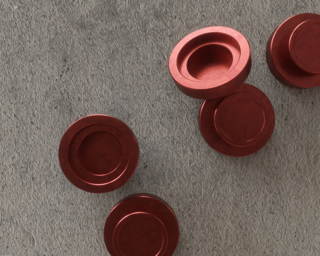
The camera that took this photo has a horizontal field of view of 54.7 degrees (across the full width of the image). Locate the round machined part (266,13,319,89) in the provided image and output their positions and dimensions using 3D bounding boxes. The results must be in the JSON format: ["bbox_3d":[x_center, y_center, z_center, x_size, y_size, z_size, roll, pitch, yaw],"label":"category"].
[{"bbox_3d":[0.194,-0.101,0.403,0.099,0.042,0.097,0,90,0],"label":"round machined part"}]

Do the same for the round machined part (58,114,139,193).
[{"bbox_3d":[-0.076,0.032,0.401,0.099,0.042,0.097,0,90,0],"label":"round machined part"}]

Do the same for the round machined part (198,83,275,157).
[{"bbox_3d":[0.101,-0.011,0.402,0.099,0.042,0.097,0,90,0],"label":"round machined part"}]

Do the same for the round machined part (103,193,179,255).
[{"bbox_3d":[-0.024,0.137,0.401,0.099,0.042,0.097,0,90,0],"label":"round machined part"}]

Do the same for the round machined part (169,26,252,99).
[{"bbox_3d":[0.064,-0.076,0.387,0.098,0.042,0.098,-9,58,16],"label":"round machined part"}]
